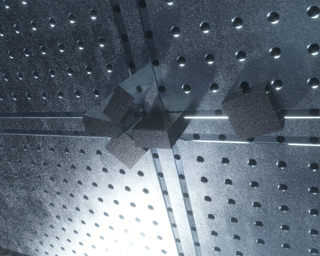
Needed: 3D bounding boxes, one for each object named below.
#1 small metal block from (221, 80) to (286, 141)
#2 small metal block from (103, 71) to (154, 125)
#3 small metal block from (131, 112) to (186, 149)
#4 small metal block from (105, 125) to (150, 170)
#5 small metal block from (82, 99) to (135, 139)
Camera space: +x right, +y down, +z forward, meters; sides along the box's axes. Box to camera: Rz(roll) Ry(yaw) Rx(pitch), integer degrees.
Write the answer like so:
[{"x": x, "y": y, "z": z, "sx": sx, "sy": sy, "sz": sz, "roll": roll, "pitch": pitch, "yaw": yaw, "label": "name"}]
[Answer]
[{"x": 0.104, "y": -0.018, "z": 0.345, "sx": 0.050, "sy": 0.025, "sz": 0.050, "roll": -18, "pitch": 109, "yaw": 35, "label": "small metal block"}, {"x": -0.040, "y": -0.038, "z": 0.393, "sx": 0.025, "sy": 0.050, "sz": 0.050, "roll": 39, "pitch": 129, "yaw": 2, "label": "small metal block"}, {"x": -0.001, "y": 0.002, "z": 0.397, "sx": 0.050, "sy": 0.050, "sz": 0.025, "roll": 2, "pitch": 119, "yaw": 27, "label": "small metal block"}, {"x": -0.045, "y": 0.025, "z": 0.451, "sx": 0.050, "sy": 0.025, "sz": 0.050, "roll": 41, "pitch": 129, "yaw": 0, "label": "small metal block"}, {"x": -0.068, "y": -0.013, "z": 0.424, "sx": 0.050, "sy": 0.050, "sz": 0.025, "roll": 13, "pitch": 124, "yaw": 21, "label": "small metal block"}]
